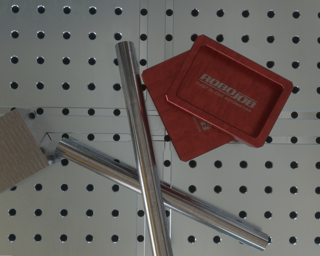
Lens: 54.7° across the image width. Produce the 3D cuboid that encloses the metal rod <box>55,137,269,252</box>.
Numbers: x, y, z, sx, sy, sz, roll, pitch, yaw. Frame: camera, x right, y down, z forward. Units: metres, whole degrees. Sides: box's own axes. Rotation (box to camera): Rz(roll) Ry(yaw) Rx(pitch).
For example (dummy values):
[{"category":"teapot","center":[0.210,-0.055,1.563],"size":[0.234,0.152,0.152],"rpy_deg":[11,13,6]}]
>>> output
[{"category":"metal rod","center":[0.003,0.088,0.413],"size":[0.301,0.025,0.025],"rpy_deg":[26,90,-1]}]

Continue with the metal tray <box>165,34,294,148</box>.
[{"category":"metal tray","center":[0.083,-0.043,0.381],"size":[0.130,0.030,0.090],"rpy_deg":[28,89,-1]}]

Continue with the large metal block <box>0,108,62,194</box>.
[{"category":"large metal block","center":[-0.188,0.030,0.398],"size":[0.080,0.050,0.080],"rpy_deg":[-30,90,0]}]

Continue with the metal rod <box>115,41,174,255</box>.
[{"category":"metal rod","center":[-0.020,0.035,0.393],"size":[0.025,0.025,0.298],"rpy_deg":[-11,82,0]}]

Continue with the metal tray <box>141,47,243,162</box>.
[{"category":"metal tray","center":[0.042,-0.031,0.411],"size":[0.090,0.030,0.129],"rpy_deg":[-25,90,-1]}]
